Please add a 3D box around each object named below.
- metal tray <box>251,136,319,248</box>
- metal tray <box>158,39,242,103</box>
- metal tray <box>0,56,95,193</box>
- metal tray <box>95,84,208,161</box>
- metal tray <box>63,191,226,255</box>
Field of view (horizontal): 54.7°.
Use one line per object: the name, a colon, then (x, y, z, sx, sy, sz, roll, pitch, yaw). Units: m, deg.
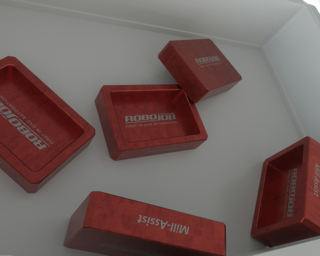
metal tray: (0.170, 0.083, 0.407, 0.030, 0.090, 0.130, 32, 51, -8)
metal tray: (0.066, -0.093, 0.476, 0.090, 0.030, 0.131, 54, 37, 9)
metal tray: (-0.147, -0.007, 0.327, 0.130, 0.030, 0.090, 42, 51, 0)
metal tray: (-0.010, -0.012, 0.405, 0.131, 0.030, 0.090, -6, 65, -31)
metal tray: (-0.015, 0.102, 0.294, 0.131, 0.090, 0.030, 19, 55, -18)
